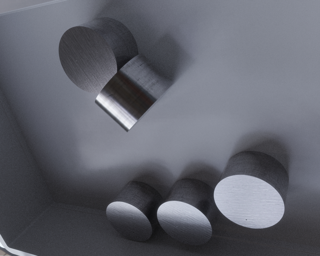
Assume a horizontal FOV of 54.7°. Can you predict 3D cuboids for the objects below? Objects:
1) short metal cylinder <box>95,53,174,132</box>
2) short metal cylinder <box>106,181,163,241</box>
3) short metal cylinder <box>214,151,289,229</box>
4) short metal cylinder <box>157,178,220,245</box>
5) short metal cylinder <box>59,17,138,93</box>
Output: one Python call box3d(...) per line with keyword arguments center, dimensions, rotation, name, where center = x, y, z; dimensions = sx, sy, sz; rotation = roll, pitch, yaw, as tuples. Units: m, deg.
box3d(center=(-0.029, -0.040, 0.364), dimensions=(0.050, 0.080, 0.080), rotation=(44, 129, -2), name="short metal cylinder")
box3d(center=(-0.038, 0.132, 0.494), dimensions=(0.080, 0.050, 0.079), rotation=(13, 124, 21), name="short metal cylinder")
box3d(center=(0.112, 0.075, 0.380), dimensions=(0.080, 0.050, 0.079), rotation=(13, 124, 21), name="short metal cylinder")
box3d(center=(0.043, 0.119, 0.444), dimensions=(0.080, 0.050, 0.079), rotation=(13, 124, 21), name="short metal cylinder")
box3d(center=(-0.074, -0.089, 0.377), dimensions=(0.080, 0.050, 0.079), rotation=(13, 124, 21), name="short metal cylinder")
